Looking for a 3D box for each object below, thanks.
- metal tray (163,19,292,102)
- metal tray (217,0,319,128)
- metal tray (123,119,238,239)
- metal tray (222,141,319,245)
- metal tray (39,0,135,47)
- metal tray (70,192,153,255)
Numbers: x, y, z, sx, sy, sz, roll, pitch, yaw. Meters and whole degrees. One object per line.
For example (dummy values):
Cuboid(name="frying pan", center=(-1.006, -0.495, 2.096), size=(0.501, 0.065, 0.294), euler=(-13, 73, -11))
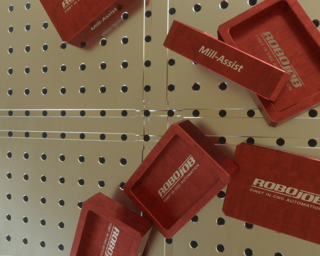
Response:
Cuboid(name="metal tray", center=(0.079, -0.076, 0.348), size=(0.130, 0.090, 0.030), euler=(31, 110, 17))
Cuboid(name="metal tray", center=(0.134, -0.077, 0.347), size=(0.090, 0.030, 0.130), euler=(-28, 75, 7))
Cuboid(name="metal tray", center=(0.020, 0.065, 0.383), size=(0.090, 0.030, 0.129), euler=(45, 121, 14))
Cuboid(name="metal tray", center=(0.147, 0.073, 0.358), size=(0.130, 0.030, 0.090), euler=(13, 94, 19))
Cuboid(name="metal tray", center=(-0.103, -0.192, 0.447), size=(0.130, 0.030, 0.090), euler=(-34, 79, 16))
Cuboid(name="metal tray", center=(-0.072, 0.164, 0.419), size=(0.090, 0.030, 0.129), euler=(25, 112, 18))
